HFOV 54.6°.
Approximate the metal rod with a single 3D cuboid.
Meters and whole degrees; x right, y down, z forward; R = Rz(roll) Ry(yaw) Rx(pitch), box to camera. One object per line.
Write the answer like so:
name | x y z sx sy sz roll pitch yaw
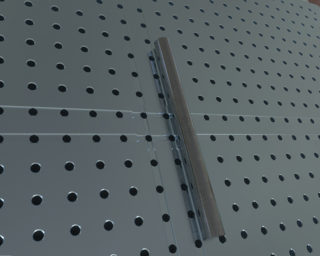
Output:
metal rod | 0.034 -0.003 0.427 0.025 0.025 0.299 1 61 -28
